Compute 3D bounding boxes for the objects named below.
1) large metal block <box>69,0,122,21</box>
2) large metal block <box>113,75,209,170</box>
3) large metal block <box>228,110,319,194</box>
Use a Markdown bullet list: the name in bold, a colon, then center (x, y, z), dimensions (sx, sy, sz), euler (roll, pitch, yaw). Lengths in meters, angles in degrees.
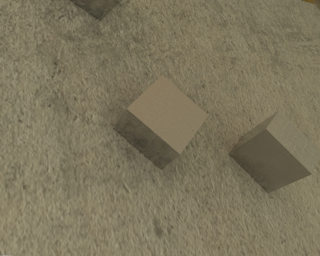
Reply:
- **large metal block**: center (-0.099, -0.223, 0.472), dimensions (0.080, 0.050, 0.080), euler (33, 51, -7)
- **large metal block**: center (0.002, -0.008, 0.395), dimensions (0.080, 0.050, 0.080), euler (41, 51, -1)
- **large metal block**: center (0.160, 0.035, 0.436), dimensions (0.080, 0.080, 0.050), euler (46, 51, 3)
